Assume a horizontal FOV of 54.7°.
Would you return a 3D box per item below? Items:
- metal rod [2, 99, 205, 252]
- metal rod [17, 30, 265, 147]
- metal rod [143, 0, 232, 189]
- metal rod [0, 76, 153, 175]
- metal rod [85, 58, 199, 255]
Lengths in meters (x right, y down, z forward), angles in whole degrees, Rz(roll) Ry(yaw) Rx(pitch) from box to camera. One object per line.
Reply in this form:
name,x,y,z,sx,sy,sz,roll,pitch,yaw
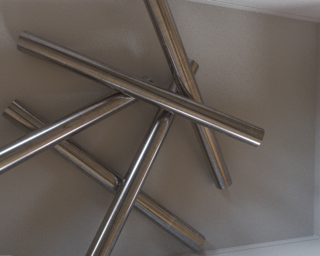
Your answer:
metal rod,-0.057,0.069,0.389,0.301,0.025,0.025,39,78,-16
metal rod,-0.017,-0.044,0.367,0.301,0.025,0.025,22,83,-5
metal rod,0.036,-0.047,0.390,0.025,0.025,0.299,-31,113,-17
metal rod,-0.127,0.013,0.333,0.302,0.025,0.025,-32,101,-29
metal rod,-0.020,0.041,0.381,0.025,0.025,0.300,32,72,-17
